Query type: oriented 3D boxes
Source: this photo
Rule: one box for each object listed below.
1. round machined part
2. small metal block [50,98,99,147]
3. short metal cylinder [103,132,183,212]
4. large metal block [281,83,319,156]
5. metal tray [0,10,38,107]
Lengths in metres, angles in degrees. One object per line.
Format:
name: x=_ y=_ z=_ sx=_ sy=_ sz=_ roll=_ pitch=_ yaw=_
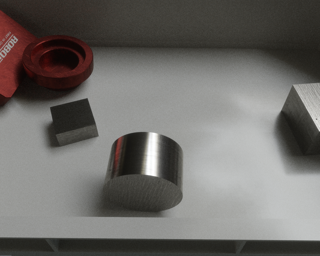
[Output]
round machined part: x=-0.150 y=-0.093 z=0.465 sx=0.099 sy=0.042 sz=0.098 roll=5 pitch=51 yaw=-6
small metal block: x=-0.114 y=-0.008 z=0.411 sx=0.050 sy=0.025 sz=0.050 roll=-16 pitch=52 yaw=-13
short metal cylinder: x=-0.016 y=0.048 z=0.328 sx=0.080 sy=0.080 sz=0.050 roll=3 pitch=50 yaw=2
large metal block: x=0.219 y=-0.014 z=0.403 sx=0.081 sy=0.050 sz=0.080 roll=-5 pitch=50 yaw=-4
metal tray: x=-0.237 y=-0.106 z=0.451 sx=0.090 sy=0.030 sz=0.130 roll=38 pitch=44 yaw=-28
